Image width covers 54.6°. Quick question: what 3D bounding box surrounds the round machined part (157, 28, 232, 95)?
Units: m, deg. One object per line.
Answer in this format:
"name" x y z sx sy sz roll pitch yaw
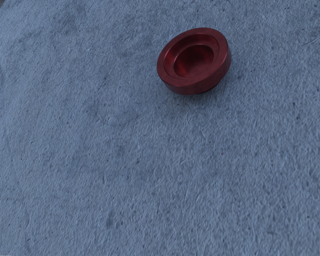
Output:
"round machined part" 0.049 -0.085 0.420 0.098 0.042 0.098 -13 56 21
